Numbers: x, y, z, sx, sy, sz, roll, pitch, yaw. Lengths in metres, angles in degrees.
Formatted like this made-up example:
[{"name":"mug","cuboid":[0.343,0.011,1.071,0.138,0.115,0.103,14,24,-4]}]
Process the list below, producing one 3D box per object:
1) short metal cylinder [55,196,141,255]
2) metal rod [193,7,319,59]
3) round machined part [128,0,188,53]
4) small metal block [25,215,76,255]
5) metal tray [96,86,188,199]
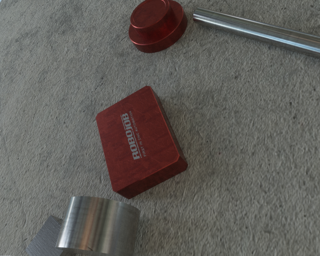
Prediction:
[{"name":"short metal cylinder","cuboid":[-0.065,0.110,0.334,0.080,0.080,0.050,-5,60,25]},{"name":"metal rod","cuboid":[0.161,-0.111,0.386,0.300,0.025,0.025,32,79,37]},{"name":"round machined part","cuboid":[-0.009,-0.173,0.502,0.098,0.042,0.098,-13,56,20]},{"name":"small metal block","cuboid":[-0.129,0.144,0.381,0.050,0.025,0.050,25,75,36]},{"name":"metal tray","cuboid":[-0.029,0.015,0.405,0.090,0.030,0.130,-29,52,9]}]
